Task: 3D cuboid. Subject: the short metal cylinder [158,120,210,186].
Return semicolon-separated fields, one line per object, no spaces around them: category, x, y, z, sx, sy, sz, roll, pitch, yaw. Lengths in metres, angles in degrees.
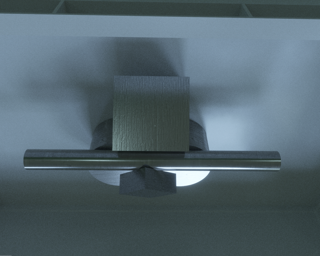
short metal cylinder;0.027;0.034;0.421;0.081;0.050;0.079;0;130;0

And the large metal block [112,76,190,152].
large metal block;-0.009;-0.014;0.352;0.081;0.050;0.080;1;87;-1

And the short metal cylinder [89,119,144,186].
short metal cylinder;-0.054;0.033;0.418;0.081;0.050;0.079;0;130;0

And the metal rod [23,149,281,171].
metal rod;-0.008;0.039;0.375;0.302;0.025;0.025;1;130;-1

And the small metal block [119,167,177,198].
small metal block;-0.015;0.070;0.387;0.050;0.025;0.050;18;152;-39
